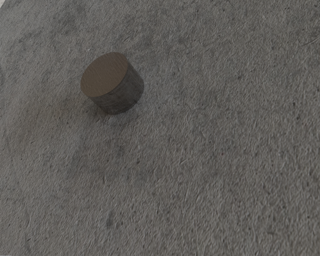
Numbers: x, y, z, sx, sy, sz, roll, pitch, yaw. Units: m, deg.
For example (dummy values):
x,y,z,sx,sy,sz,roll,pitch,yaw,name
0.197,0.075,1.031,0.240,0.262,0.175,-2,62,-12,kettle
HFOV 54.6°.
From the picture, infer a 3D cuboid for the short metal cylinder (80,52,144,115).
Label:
x,y,z,sx,sy,sz,roll,pitch,yaw,name
-0.071,-0.067,0.467,0.080,0.050,0.080,-13,56,21,short metal cylinder
